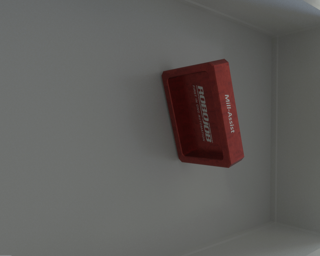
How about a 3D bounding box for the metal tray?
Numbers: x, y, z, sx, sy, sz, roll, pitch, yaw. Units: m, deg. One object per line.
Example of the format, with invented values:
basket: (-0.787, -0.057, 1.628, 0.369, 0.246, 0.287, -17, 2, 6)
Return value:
metal tray: (0.054, -0.017, 0.405, 0.030, 0.090, 0.129, -21, 104, -39)
